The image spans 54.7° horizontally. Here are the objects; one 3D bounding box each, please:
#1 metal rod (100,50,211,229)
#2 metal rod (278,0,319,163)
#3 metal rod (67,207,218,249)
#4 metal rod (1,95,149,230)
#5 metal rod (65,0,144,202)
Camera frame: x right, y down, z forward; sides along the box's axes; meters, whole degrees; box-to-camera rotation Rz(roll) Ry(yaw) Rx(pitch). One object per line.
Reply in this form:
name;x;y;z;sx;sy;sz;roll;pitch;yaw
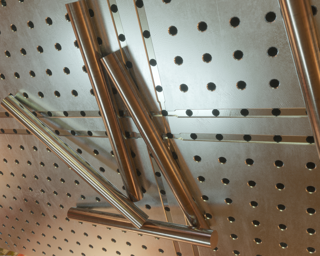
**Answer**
metal rod;0.002;0.035;0.430;0.025;0.025;0.299;-16;111;34
metal rod;0.136;-0.077;0.291;0.025;0.025;0.299;-11;113;32
metal rod;-0.047;0.160;0.514;0.300;0.025;0.025;-3;117;35
metal rod;-0.139;0.051;0.495;0.300;0.025;0.025;40;129;8
metal rod;-0.070;-0.020;0.433;0.025;0.025;0.298;1;119;27
